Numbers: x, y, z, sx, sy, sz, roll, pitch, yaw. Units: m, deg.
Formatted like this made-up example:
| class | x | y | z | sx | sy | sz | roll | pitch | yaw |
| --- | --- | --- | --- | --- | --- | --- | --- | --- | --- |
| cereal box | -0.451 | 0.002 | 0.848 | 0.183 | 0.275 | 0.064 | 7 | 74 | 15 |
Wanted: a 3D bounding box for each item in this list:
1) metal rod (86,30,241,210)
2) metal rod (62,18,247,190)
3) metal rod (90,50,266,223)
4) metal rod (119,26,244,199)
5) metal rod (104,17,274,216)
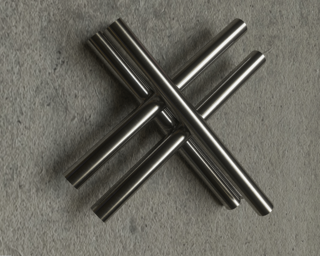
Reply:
| class | x | y | z | sx | sy | sz | roll | pitch | yaw |
| --- | --- | --- | --- | --- | --- | --- | --- | --- | --- |
| metal rod | 0.013 | -0.001 | 0.416 | 0.025 | 0.025 | 0.300 | -44 | 104 | -15 |
| metal rod | 0.005 | -0.040 | 0.386 | 0.301 | 0.025 | 0.025 | -44 | 104 | -15 |
| metal rod | 0.033 | 0.001 | 0.397 | 0.301 | 0.025 | 0.025 | -44 | 104 | -15 |
| metal rod | 0.033 | -0.015 | 0.423 | 0.025 | 0.025 | 0.300 | -44 | 104 | -15 |
| metal rod | 0.043 | -0.003 | 0.374 | 0.025 | 0.025 | 0.300 | -45 | 104 | -15 |
